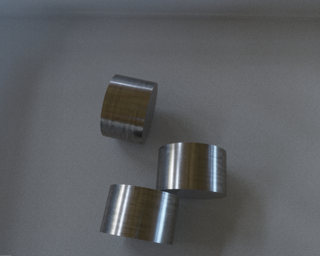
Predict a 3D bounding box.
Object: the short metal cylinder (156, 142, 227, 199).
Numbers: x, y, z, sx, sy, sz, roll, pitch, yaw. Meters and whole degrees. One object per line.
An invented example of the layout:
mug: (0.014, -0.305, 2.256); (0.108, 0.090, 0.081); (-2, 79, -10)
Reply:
short metal cylinder: (0.037, 0.053, 0.361); (0.080, 0.080, 0.050); (4, 70, 1)

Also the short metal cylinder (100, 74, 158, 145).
short metal cylinder: (-0.037, -0.023, 0.388); (0.050, 0.080, 0.080); (13, 71, 4)

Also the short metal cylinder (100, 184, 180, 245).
short metal cylinder: (-0.021, 0.097, 0.345); (0.080, 0.080, 0.050); (9, 71, 3)
